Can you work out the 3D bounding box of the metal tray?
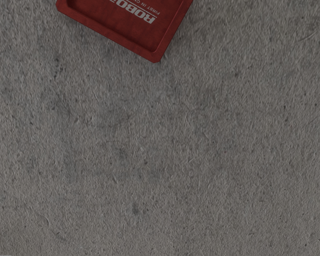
[{"bbox_3d":[-0.038,-0.144,0.353,0.131,0.030,0.090,27,108,-10],"label":"metal tray"}]
